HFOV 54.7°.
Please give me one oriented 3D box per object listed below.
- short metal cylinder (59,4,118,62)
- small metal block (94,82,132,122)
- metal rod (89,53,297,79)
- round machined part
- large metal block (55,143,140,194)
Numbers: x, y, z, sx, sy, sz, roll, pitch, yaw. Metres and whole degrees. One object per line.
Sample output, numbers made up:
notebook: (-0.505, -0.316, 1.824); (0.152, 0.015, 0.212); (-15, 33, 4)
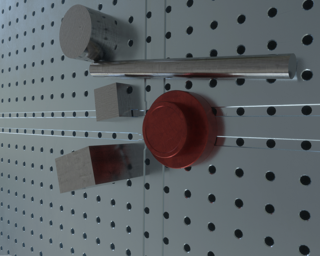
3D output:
short metal cylinder: (-0.112, -0.144, 0.483); (0.080, 0.050, 0.079); (0, 90, 39)
small metal block: (-0.072, -0.038, 0.466); (0.050, 0.025, 0.050); (-9, 84, 39)
metal rod: (0.014, -0.076, 0.396); (0.300, 0.025, 0.025); (8, 95, 39)
round machined part: (0.017, 0.002, 0.383); (0.098, 0.042, 0.097); (0, 90, 39)
large metal block: (-0.090, 0.057, 0.445); (0.080, 0.081, 0.050); (-20, 78, 38)
